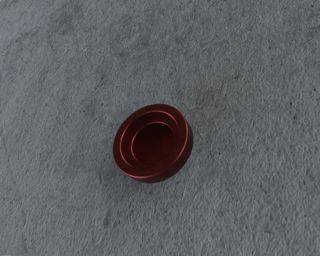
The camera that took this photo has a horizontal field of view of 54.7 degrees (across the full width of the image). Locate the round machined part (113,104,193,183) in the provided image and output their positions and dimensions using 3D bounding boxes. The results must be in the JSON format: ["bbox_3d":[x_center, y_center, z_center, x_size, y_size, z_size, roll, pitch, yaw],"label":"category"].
[{"bbox_3d":[-0.005,0.022,0.382,0.098,0.042,0.098,-13,56,20],"label":"round machined part"}]
